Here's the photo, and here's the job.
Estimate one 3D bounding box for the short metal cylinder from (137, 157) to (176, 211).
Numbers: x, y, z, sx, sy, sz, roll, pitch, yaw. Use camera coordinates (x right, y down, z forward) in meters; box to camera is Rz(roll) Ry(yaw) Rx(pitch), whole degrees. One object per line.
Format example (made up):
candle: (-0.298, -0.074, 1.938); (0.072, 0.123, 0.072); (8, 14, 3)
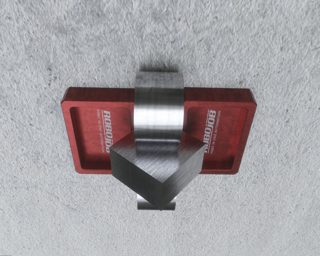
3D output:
short metal cylinder: (-0.005, 0.075, 0.436); (0.050, 0.080, 0.079); (2, 130, -2)

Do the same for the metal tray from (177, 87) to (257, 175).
metal tray: (0.068, 0.008, 0.414); (0.091, 0.030, 0.129); (1, 130, -1)

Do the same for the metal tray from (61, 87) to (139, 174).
metal tray: (-0.073, 0.008, 0.412); (0.091, 0.030, 0.129); (1, 130, -1)

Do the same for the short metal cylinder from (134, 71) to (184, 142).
short metal cylinder: (-0.002, -0.024, 0.352); (0.050, 0.080, 0.079); (2, 130, -2)

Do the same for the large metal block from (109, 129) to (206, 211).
large metal block: (-0.003, 0.039, 0.379); (0.080, 0.080, 0.050); (30, 138, 28)
